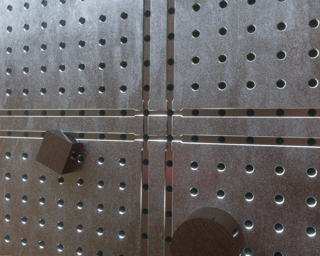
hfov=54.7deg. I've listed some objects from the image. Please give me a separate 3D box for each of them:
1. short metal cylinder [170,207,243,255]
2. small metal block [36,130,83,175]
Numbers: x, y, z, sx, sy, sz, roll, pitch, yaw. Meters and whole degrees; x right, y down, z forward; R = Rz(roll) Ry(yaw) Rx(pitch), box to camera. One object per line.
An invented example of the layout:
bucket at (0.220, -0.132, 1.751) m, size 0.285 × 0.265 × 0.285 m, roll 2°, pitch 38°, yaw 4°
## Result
short metal cylinder at (0.059, 0.143, 0.378) m, size 0.080 × 0.050 × 0.079 m, roll 0°, pitch 90°, yaw 20°
small metal block at (-0.152, 0.035, 0.466) m, size 0.050 × 0.025 × 0.050 m, roll 25°, pitch 98°, yaw 18°
